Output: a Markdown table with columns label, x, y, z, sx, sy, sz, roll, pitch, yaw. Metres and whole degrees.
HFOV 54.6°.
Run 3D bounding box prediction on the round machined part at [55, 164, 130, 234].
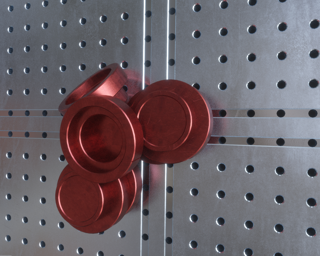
| label | x | y | z | sx | sy | sz | roll | pitch | yaw |
| --- | --- | --- | --- | --- | --- | --- | --- | --- | --- |
| round machined part | -0.091 | 0.085 | 0.391 | 0.098 | 0.042 | 0.097 | 0 | 90 | 20 |

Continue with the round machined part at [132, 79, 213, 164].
| label | x | y | z | sx | sy | sz | roll | pitch | yaw |
| --- | --- | --- | --- | --- | --- | --- | --- | --- | --- |
| round machined part | 0.008 | -0.007 | 0.355 | 0.098 | 0.042 | 0.097 | 0 | 89 | 20 |

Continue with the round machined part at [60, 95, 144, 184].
| label | x | y | z | sx | sy | sz | roll | pitch | yaw |
| --- | --- | --- | --- | --- | --- | --- | --- | --- | --- |
| round machined part | -0.062 | 0.011 | 0.358 | 0.098 | 0.042 | 0.097 | 4 | 99 | 22 |

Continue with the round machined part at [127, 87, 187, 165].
| label | x | y | z | sx | sy | sz | roll | pitch | yaw |
| --- | --- | --- | --- | --- | --- | --- | --- | --- | --- |
| round machined part | -0.004 | -0.003 | 0.383 | 0.098 | 0.042 | 0.097 | 0 | 90 | 20 |

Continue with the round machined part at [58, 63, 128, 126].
| label | x | y | z | sx | sy | sz | roll | pitch | yaw |
| --- | --- | --- | --- | --- | --- | --- | --- | --- | --- |
| round machined part | -0.082 | -0.040 | 0.413 | 0.098 | 0.098 | 0.042 | -29 | 116 | 17 |

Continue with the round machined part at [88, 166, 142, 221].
| label | x | y | z | sx | sy | sz | roll | pitch | yaw |
| --- | --- | --- | --- | --- | --- | --- | --- | --- | --- |
| round machined part | -0.077 | 0.075 | 0.409 | 0.098 | 0.042 | 0.097 | 0 | 90 | 20 |
